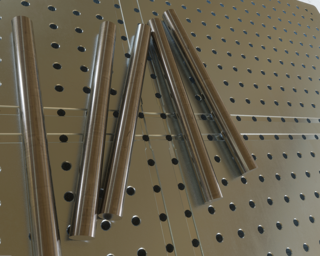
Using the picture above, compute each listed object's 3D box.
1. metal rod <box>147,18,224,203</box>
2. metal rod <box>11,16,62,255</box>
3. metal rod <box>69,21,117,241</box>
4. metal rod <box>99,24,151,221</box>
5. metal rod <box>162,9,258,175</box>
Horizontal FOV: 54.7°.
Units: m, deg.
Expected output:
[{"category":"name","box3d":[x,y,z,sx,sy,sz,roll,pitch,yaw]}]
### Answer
[{"category":"metal rod","box3d":[0.029,-0.040,0.450,0.025,0.025,0.299,-2,63,-30]},{"category":"metal rod","box3d":[-0.137,-0.002,0.335,0.025,0.025,0.299,-2,63,-30]},{"category":"metal rod","box3d":[-0.076,-0.020,0.380,0.025,0.025,0.299,14,56,-21]},{"category":"metal rod","box3d":[-0.039,-0.031,0.407,0.025,0.025,0.300,19,54,-18]},{"category":"metal rod","box3d":[0.072,-0.068,0.490,0.025,0.025,0.299,-11,67,-33]}]
